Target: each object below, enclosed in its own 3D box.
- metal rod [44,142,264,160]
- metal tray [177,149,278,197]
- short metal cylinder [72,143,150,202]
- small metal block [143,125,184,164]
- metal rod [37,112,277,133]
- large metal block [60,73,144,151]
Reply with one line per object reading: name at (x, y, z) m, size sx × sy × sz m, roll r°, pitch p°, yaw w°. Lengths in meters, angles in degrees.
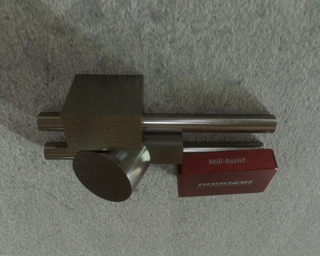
metal rod at (-0.008, 0.032, 0.436) m, size 0.302 × 0.025 × 0.025 m, roll 0°, pitch 130°, yaw -1°
metal tray at (0.091, 0.067, 0.445) m, size 0.131 × 0.030 × 0.090 m, roll -4°, pitch 148°, yaw 1°
short metal cylinder at (-0.059, 0.045, 0.383) m, size 0.080 × 0.050 × 0.079 m, roll 15°, pitch 131°, yaw 18°
small metal block at (0.004, 0.021, 0.409) m, size 0.050 × 0.050 × 0.025 m, roll 1°, pitch 130°, yaw -1°
metal rod at (-0.003, -0.007, 0.403) m, size 0.302 × 0.025 × 0.025 m, roll 1°, pitch 130°, yaw -1°
large metal block at (-0.060, -0.020, 0.355) m, size 0.081 × 0.080 × 0.050 m, roll 1°, pitch 130°, yaw -1°
